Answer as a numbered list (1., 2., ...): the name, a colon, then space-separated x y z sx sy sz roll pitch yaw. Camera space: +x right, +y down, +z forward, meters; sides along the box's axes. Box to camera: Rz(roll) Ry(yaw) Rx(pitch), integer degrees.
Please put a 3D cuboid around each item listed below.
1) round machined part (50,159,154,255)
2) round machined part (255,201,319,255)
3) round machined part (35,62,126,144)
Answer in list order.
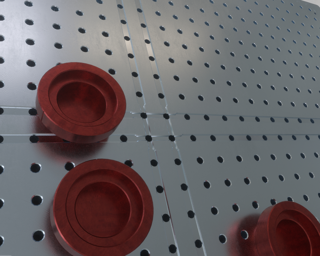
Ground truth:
1. round machined part: -0.060 0.084 0.314 0.099 0.042 0.098 13 56 -21
2. round machined part: 0.162 0.147 0.394 0.099 0.042 0.098 13 56 -21
3. round machined part: -0.093 -0.025 0.362 0.099 0.042 0.098 13 56 -21
